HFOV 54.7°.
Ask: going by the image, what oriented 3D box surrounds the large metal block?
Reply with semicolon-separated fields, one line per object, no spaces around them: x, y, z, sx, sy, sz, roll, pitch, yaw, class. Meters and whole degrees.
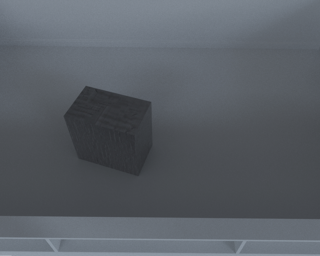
-0.056;0.005;0.365;0.080;0.080;0.050;15;52;11;large metal block
